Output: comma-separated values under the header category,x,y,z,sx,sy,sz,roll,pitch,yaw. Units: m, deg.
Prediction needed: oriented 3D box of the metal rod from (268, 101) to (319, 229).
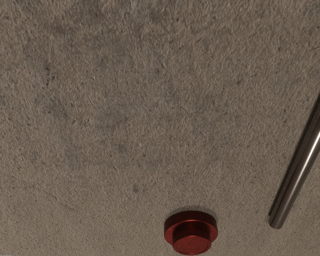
category,x,y,z,sx,sy,sz,roll,pitch,yaw
metal rod,0.210,0.057,0.459,0.025,0.025,0.298,1,130,-1

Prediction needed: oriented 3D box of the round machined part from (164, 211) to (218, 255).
category,x,y,z,sx,sy,sz,roll,pitch,yaw
round machined part,0.057,0.197,0.565,0.099,0.042,0.097,-1,130,0
